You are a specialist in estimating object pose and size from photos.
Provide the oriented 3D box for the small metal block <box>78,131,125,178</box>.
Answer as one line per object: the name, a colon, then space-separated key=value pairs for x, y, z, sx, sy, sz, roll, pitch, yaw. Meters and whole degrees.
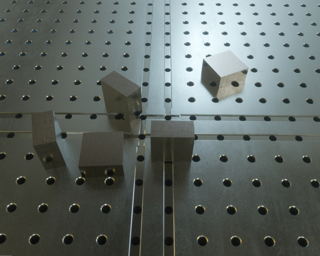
small metal block: x=-0.069 y=0.032 z=0.380 sx=0.050 sy=0.025 sz=0.050 roll=-2 pitch=50 yaw=-2

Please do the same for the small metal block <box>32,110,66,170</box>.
small metal block: x=-0.135 y=0.015 z=0.377 sx=0.025 sy=0.050 sz=0.050 roll=-13 pitch=51 yaw=-11

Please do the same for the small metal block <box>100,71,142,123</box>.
small metal block: x=-0.052 y=-0.043 z=0.427 sx=0.050 sy=0.050 sz=0.025 roll=34 pitch=58 yaw=25

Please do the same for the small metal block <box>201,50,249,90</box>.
small metal block: x=0.101 y=-0.092 z=0.486 sx=0.050 sy=0.025 sz=0.050 roll=-21 pitch=53 yaw=-17

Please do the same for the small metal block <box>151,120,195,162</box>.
small metal block: x=0.014 y=0.017 z=0.378 sx=0.050 sy=0.050 sz=0.025 roll=1 pitch=50 yaw=0
